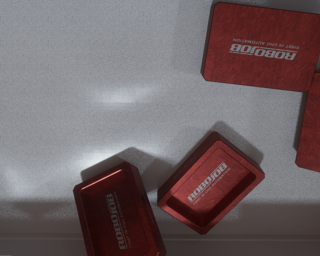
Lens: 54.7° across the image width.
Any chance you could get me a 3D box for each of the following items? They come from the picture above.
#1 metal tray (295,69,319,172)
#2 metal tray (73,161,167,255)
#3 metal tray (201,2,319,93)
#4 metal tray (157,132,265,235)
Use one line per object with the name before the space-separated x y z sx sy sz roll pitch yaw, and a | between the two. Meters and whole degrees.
metal tray | 0.229 -0.003 0.386 0.090 0.030 0.129 14 114 31
metal tray | -0.056 0.120 0.406 0.090 0.130 0.030 -27 152 8
metal tray | 0.121 -0.096 0.373 0.131 0.030 0.089 7 110 -1
metal tray | 0.069 0.081 0.439 0.090 0.030 0.130 37 106 -13
